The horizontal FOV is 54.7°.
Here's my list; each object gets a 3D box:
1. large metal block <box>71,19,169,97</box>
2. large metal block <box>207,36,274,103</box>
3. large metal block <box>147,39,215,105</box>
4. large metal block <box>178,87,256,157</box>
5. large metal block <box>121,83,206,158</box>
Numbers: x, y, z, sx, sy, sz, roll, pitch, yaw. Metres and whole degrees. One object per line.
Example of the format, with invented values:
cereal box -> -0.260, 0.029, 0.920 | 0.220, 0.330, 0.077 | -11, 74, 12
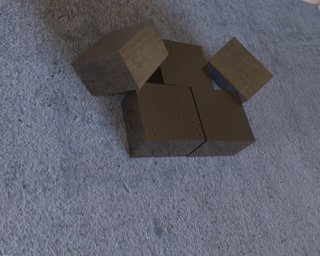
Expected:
large metal block -> -0.048, -0.087, 0.389 | 0.080, 0.080, 0.050 | -56, 130, -39
large metal block -> 0.118, -0.084, 0.479 | 0.050, 0.080, 0.080 | -44, 86, 1
large metal block -> 0.023, -0.079, 0.452 | 0.081, 0.050, 0.080 | 3, 61, -27
large metal block -> 0.075, -0.007, 0.433 | 0.081, 0.050, 0.080 | 1, 61, -28
large metal block -> 0.002, -0.009, 0.396 | 0.081, 0.050, 0.080 | 1, 61, -28
